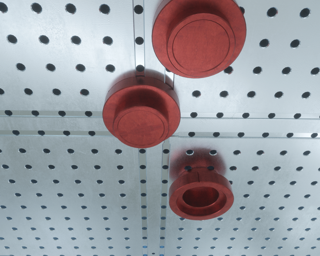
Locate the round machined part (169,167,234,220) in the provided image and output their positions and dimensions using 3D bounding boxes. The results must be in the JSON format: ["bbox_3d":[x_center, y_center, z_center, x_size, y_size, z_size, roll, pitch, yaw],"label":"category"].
[{"bbox_3d":[0.063,0.100,0.486,0.099,0.042,0.097,-1,130,0],"label":"round machined part"}]

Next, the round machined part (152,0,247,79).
[{"bbox_3d":[0.040,-0.093,0.322,0.099,0.042,0.097,-1,130,0],"label":"round machined part"}]

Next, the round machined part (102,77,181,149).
[{"bbox_3d":[-0.023,-0.012,0.390,0.099,0.042,0.097,-1,130,0],"label":"round machined part"}]
